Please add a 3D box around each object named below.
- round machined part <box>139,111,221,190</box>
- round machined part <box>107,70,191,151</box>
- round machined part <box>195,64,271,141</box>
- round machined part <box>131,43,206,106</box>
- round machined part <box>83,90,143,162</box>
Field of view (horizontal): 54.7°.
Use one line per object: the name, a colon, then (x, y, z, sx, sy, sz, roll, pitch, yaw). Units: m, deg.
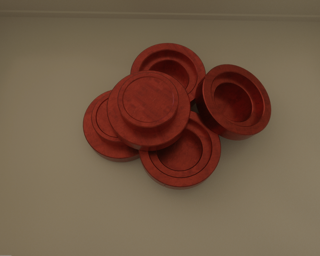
round machined part: (0.024, 0.029, 0.388, 0.099, 0.042, 0.098, 0, 70, -1)
round machined part: (-0.013, -0.026, 0.362, 0.099, 0.042, 0.098, 0, 70, -1)
round machined part: (0.089, -0.030, 0.399, 0.099, 0.042, 0.098, 8, 66, -19)
round machined part: (0.011, -0.063, 0.422, 0.099, 0.042, 0.098, 0, 70, -1)
round machined part: (-0.050, -0.008, 0.399, 0.099, 0.042, 0.098, 0, 70, -1)
